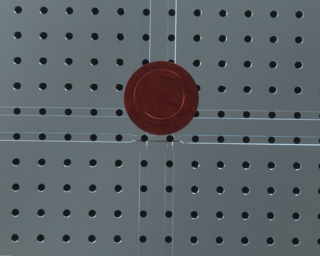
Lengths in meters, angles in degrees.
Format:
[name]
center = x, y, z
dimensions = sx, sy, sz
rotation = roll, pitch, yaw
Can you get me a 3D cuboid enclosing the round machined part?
[round machined part]
center = 0.002, -0.039, 0.405
dimensions = 0.099, 0.042, 0.097
rotation = 0, 90, 0
